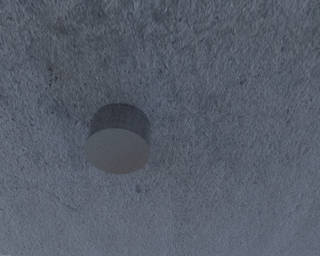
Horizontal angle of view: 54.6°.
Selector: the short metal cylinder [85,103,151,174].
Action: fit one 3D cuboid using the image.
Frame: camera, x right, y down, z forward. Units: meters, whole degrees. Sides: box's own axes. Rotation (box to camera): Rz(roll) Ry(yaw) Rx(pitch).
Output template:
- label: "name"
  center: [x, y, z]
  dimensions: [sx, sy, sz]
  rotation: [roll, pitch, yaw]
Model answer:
- label: "short metal cylinder"
  center: [-0.053, 0.015, 0.403]
  dimensions: [0.080, 0.050, 0.080]
  rotation: [0, 130, 0]
